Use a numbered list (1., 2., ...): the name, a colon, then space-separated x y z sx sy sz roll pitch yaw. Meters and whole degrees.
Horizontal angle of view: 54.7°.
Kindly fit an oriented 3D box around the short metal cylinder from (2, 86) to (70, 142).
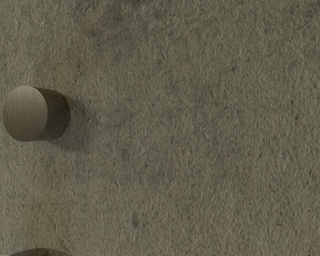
1. short metal cylinder: -0.183 -0.020 0.460 0.080 0.050 0.080 0 90 20

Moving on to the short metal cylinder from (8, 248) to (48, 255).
1. short metal cylinder: -0.203 0.215 0.451 0.080 0.080 0.050 -13 86 19
